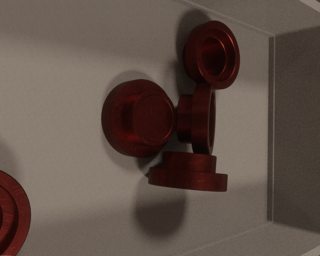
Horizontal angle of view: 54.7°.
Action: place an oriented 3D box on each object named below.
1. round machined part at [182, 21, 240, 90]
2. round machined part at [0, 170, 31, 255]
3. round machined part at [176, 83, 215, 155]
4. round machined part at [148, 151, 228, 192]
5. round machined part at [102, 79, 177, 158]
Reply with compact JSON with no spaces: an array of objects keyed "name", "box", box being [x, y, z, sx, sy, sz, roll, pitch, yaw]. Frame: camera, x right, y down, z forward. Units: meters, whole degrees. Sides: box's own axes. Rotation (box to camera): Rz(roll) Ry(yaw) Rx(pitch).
[{"name":"round machined part","box":[0.072,-0.104,0.458,0.099,0.042,0.097,0,90,-40]},{"name":"round machined part","box":[-0.165,0.077,0.258,0.099,0.042,0.097,0,90,-40]},{"name":"round machined part","box":[0.050,-0.012,0.420,0.098,0.042,0.097,1,91,-75]},{"name":"round machined part","box":[0.036,0.054,0.392,0.099,0.098,0.042,12,80,-40]},{"name":"round machined part","box":[-0.018,-0.012,0.382,0.099,0.042,0.097,0,90,-40]}]
